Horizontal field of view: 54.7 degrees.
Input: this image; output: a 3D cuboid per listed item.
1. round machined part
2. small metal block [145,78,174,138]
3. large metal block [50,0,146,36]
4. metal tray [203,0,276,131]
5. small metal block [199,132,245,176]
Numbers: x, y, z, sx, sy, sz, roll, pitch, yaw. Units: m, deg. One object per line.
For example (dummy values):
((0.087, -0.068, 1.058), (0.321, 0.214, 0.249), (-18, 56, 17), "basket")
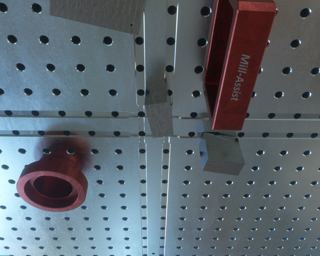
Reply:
((-0.158, 0.081, 0.467), (0.099, 0.042, 0.097), (-1, 130, 0), "round machined part")
((0.000, -0.024, 0.375), (0.025, 0.050, 0.050), (-8, 130, 6), "small metal block")
((-0.050, -0.139, 0.276), (0.081, 0.050, 0.079), (11, 129, -10), "large metal block")
((0.071, -0.072, 0.308), (0.030, 0.090, 0.129), (2, 130, -2), "metal tray")
((0.084, 0.035, 0.427), (0.050, 0.050, 0.025), (9, 129, -8), "small metal block")
